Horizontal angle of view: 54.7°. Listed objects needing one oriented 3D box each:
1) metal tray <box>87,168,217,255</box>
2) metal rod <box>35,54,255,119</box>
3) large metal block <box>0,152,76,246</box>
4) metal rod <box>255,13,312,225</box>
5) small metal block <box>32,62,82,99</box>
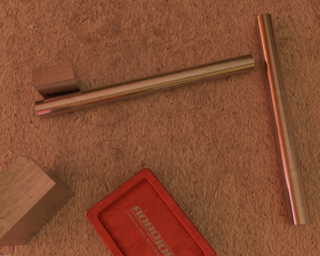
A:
[{"bbox_3d":[-0.011,0.124,0.359,0.090,0.030,0.130,-36,74,-13],"label":"metal tray"},{"bbox_3d":[-0.016,-0.059,0.429,0.302,0.025,0.025,-13,71,-6],"label":"metal rod"},{"bbox_3d":[-0.151,0.082,0.347,0.050,0.080,0.080,40,75,13],"label":"large metal block"},{"bbox_3d":[0.162,-0.026,0.419,0.025,0.025,0.299,-2,70,-1],"label":"metal rod"},{"bbox_3d":[-0.136,-0.060,0.415,0.050,0.050,0.025,-12,71,-5],"label":"small metal block"}]
